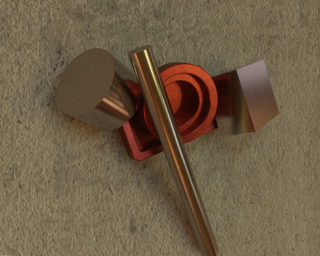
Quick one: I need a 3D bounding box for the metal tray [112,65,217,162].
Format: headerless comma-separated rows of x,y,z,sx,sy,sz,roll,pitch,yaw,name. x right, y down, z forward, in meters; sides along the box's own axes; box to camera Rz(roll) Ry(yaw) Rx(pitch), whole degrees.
0.008,-0.021,0.411,0.131,0.030,0.090,-22,98,-19,metal tray

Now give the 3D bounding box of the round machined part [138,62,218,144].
0.018,-0.032,0.383,0.099,0.042,0.097,-7,108,-23,round machined part

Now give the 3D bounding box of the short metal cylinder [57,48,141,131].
-0.068,-0.042,0.350,0.050,0.080,0.080,34,76,-54,short metal cylinder

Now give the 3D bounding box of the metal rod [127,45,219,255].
0.025,0.048,0.374,0.025,0.025,0.298,-29,117,-18,metal rod

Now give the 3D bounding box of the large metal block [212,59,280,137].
0.113,-0.042,0.422,0.081,0.050,0.080,-26,100,-45,large metal block
